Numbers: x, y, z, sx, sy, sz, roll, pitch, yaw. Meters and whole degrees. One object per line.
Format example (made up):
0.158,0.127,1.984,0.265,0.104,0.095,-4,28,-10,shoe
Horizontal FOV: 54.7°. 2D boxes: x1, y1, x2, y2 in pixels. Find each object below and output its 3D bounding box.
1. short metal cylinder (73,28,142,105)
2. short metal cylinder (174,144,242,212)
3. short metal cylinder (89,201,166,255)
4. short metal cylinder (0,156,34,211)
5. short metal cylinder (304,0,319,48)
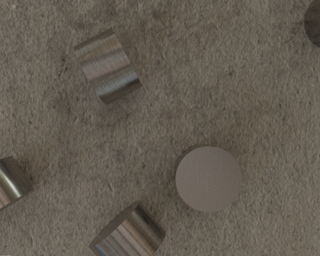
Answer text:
-0.063,-0.075,0.382,0.050,0.080,0.080,-28,90,0,short metal cylinder
0.059,0.062,0.398,0.081,0.050,0.079,0,90,-1,short metal cylinder
-0.039,0.136,0.382,0.080,0.080,0.050,-41,91,0,short metal cylinder
-0.205,0.077,0.380,0.080,0.080,0.050,-33,91,0,short metal cylinder
0.239,-0.145,0.401,0.081,0.050,0.079,0,90,-1,short metal cylinder
